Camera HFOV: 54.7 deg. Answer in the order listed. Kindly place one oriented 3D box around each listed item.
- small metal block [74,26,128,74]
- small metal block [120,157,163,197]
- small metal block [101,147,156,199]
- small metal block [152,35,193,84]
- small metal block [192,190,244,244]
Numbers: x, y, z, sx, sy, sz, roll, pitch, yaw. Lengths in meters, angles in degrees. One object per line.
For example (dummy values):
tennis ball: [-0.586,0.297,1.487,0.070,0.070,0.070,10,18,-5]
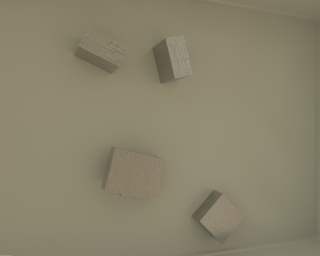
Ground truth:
small metal block: [-0.071,-0.091,0.371,0.050,0.050,0.025,25,82,-19]
small metal block: [-0.026,0.061,0.401,0.050,0.025,0.050,6,88,-20]
small metal block: [-0.038,0.053,0.370,0.050,0.025,0.050,15,85,-19]
small metal block: [0.015,-0.088,0.403,0.025,0.050,0.050,-15,96,-19]
small metal block: [0.083,0.126,0.441,0.050,0.025,0.050,-46,104,-14]
